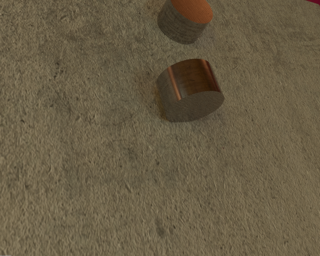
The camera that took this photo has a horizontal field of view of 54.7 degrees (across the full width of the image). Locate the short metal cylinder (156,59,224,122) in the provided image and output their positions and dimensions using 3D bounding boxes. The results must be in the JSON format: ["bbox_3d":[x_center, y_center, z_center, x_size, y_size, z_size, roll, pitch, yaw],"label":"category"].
[{"bbox_3d":[0.040,-0.049,0.420,0.081,0.080,0.050,-3,63,-29],"label":"short metal cylinder"}]

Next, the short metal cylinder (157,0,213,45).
[{"bbox_3d":[0.042,-0.189,0.526,0.081,0.050,0.080,14,56,-21],"label":"short metal cylinder"}]
